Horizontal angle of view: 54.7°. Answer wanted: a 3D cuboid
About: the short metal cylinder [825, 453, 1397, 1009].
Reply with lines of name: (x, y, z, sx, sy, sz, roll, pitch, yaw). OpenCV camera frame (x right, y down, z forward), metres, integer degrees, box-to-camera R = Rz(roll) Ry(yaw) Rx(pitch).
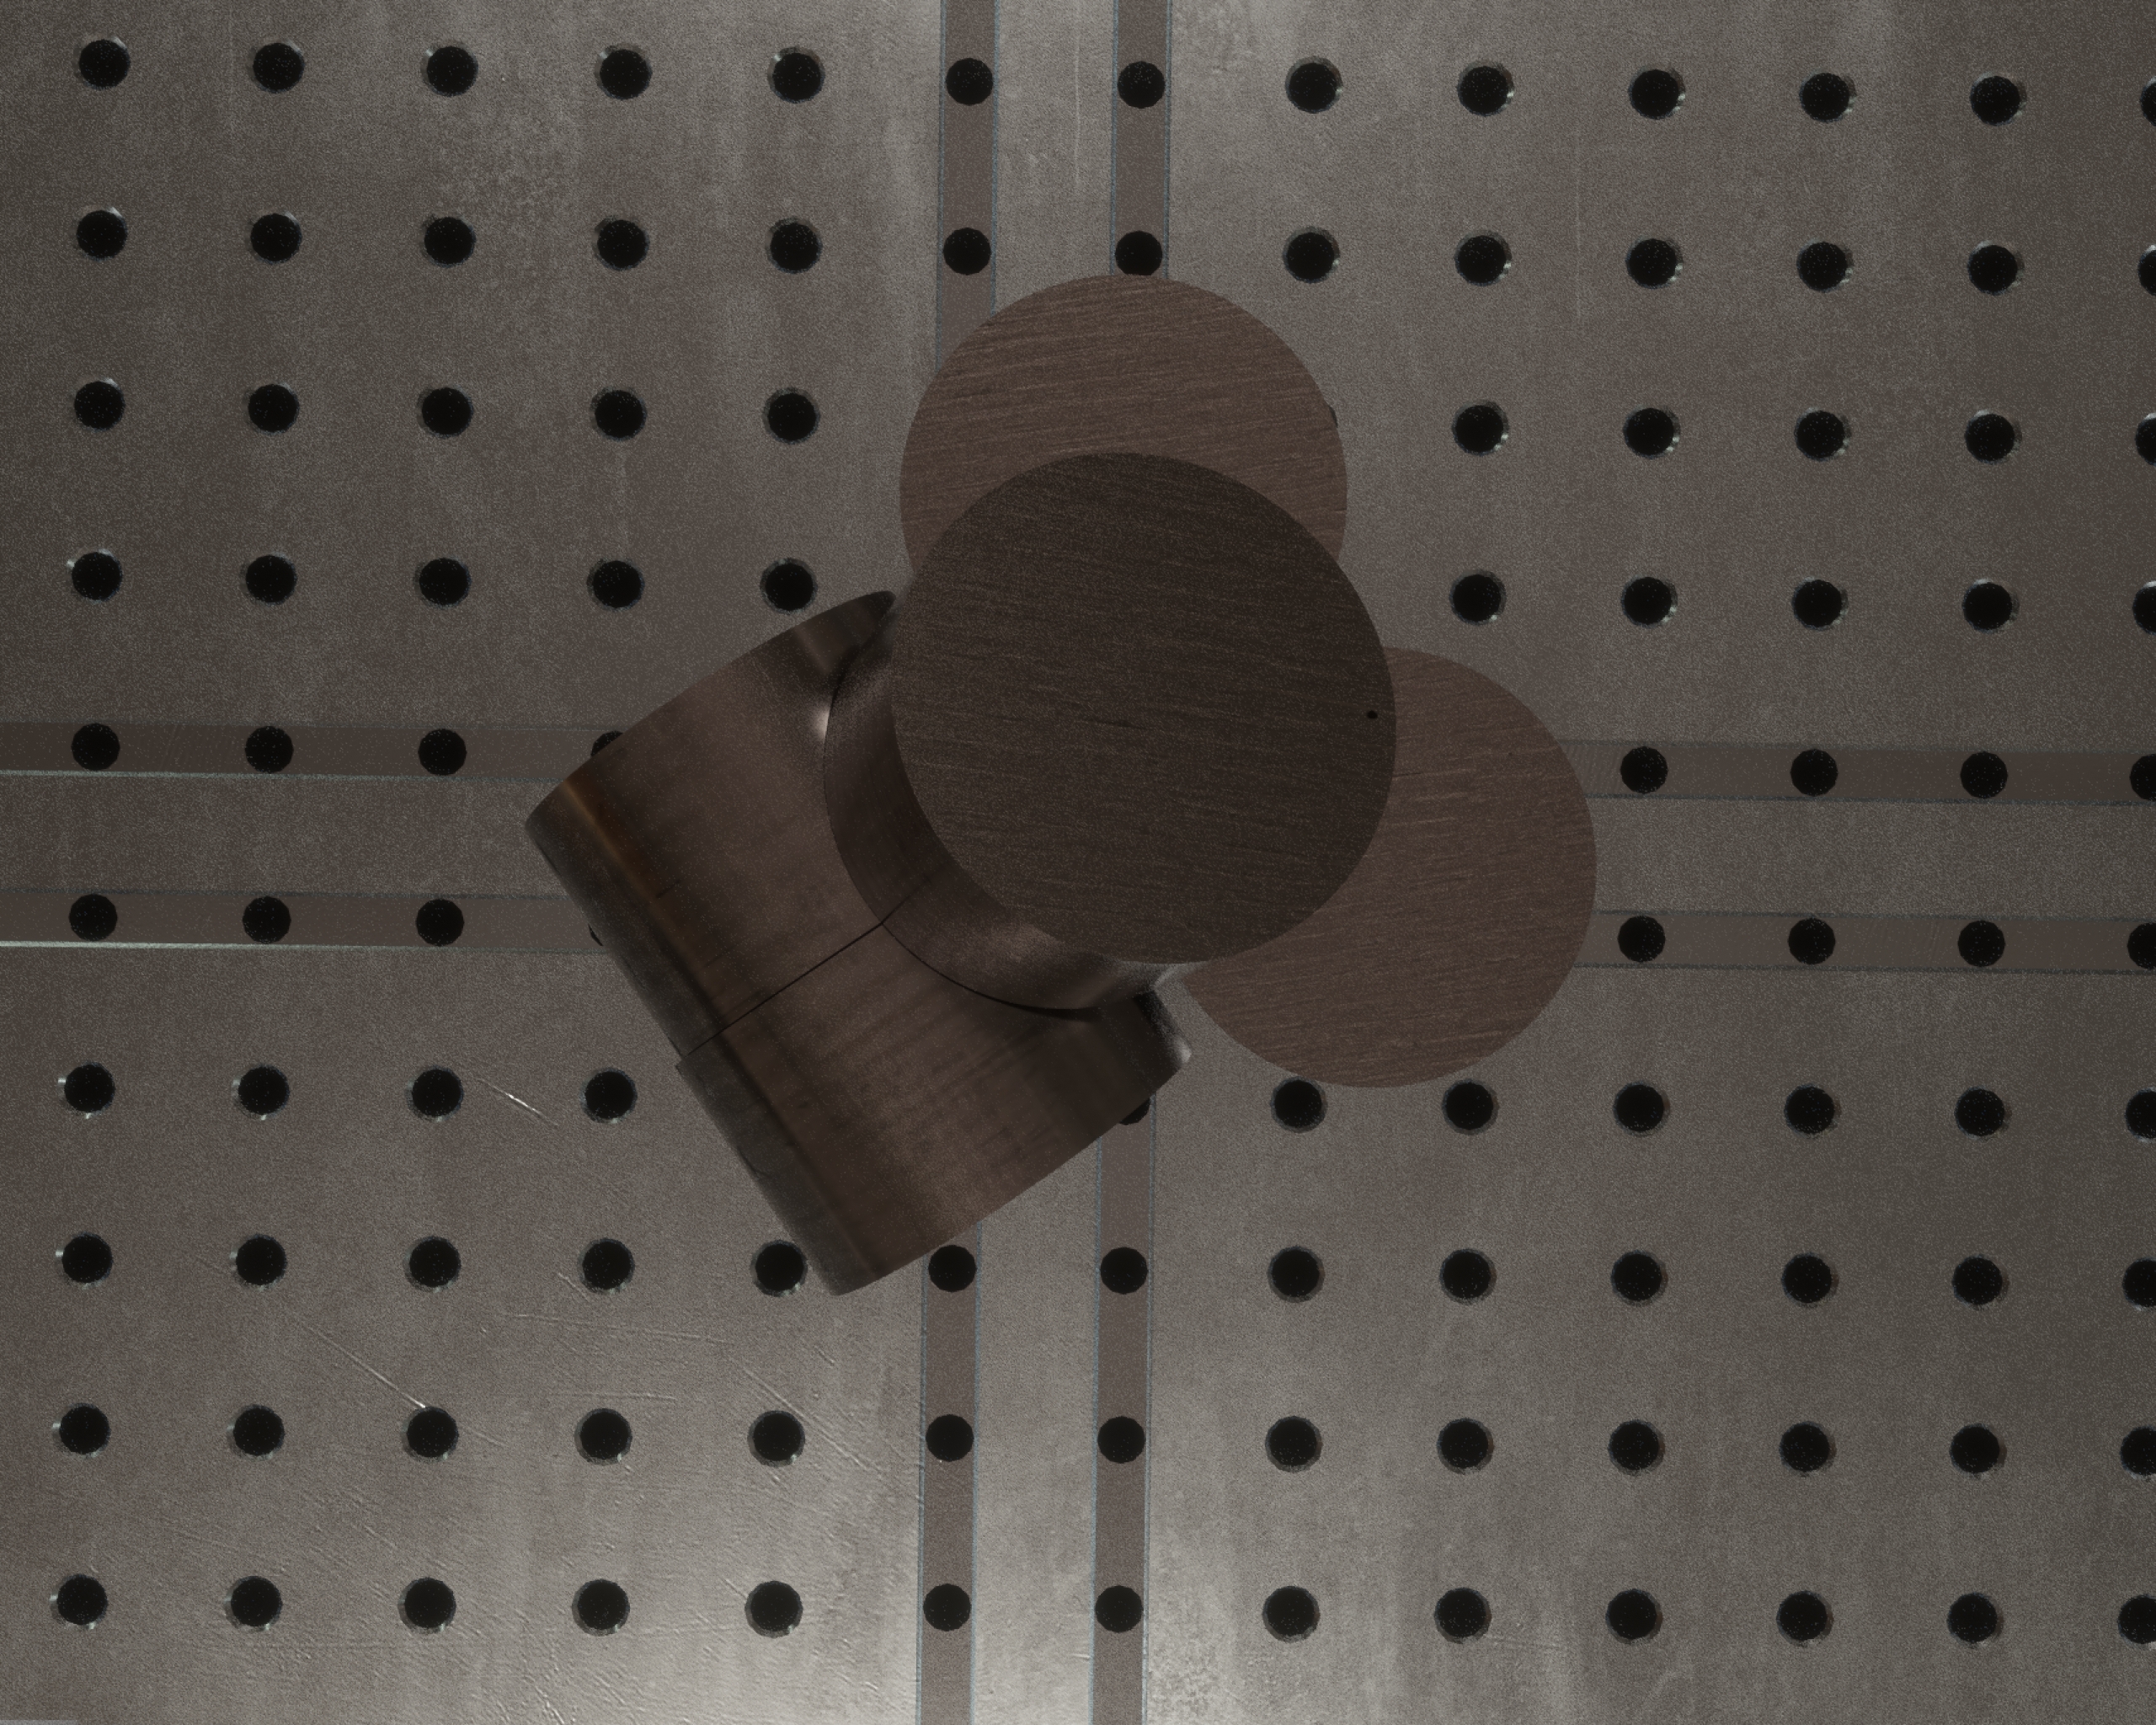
short metal cylinder: (0.004, -0.019, 0.337, 0.081, 0.050, 0.080, 4, 77, -17)

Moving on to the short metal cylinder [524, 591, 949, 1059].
short metal cylinder: (-0.053, -0.007, 0.385, 0.080, 0.080, 0.050, -34, 90, 0)

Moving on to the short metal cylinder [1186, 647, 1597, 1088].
short metal cylinder: (0.053, 0.001, 0.401, 0.081, 0.050, 0.079, 0, 90, -1)

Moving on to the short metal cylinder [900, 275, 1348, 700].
short metal cylinder: (0.008, -0.066, 0.400, 0.081, 0.050, 0.079, 0, 90, -1)

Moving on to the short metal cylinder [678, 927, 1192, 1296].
short metal cylinder: (-0.026, 0.036, 0.385, 0.080, 0.080, 0.050, -34, 90, 0)
